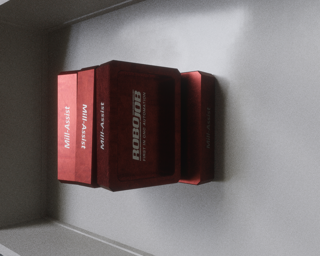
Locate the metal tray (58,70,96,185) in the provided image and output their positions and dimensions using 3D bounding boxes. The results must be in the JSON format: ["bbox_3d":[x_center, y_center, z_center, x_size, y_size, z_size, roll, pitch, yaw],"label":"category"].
[{"bbox_3d":[-0.084,-0.001,0.389,0.030,0.090,0.129,0,90,27],"label":"metal tray"}]

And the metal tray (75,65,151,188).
[{"bbox_3d":[-0.052,0.000,0.364,0.030,0.091,0.129,0,88,40],"label":"metal tray"}]

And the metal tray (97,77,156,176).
[{"bbox_3d":[-0.049,-0.003,0.441,0.090,0.030,0.129,1,90,40],"label":"metal tray"}]

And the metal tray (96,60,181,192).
[{"bbox_3d":[-0.021,-0.002,0.337,0.030,0.091,0.129,0,90,54],"label":"metal tray"}]

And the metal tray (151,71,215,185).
[{"bbox_3d":[0.021,-0.001,0.384,0.090,0.030,0.129,1,90,40],"label":"metal tray"}]
